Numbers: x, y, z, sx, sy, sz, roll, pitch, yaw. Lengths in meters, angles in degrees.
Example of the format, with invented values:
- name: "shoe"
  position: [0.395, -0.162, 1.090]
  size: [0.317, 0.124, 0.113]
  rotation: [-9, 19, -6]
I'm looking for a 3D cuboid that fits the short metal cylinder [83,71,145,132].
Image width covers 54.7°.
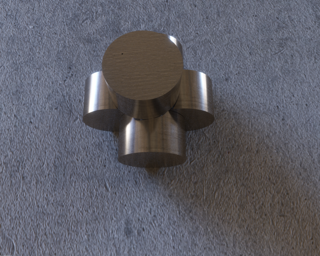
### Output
- name: "short metal cylinder"
  position: [-0.055, -0.031, 0.391]
  size: [0.081, 0.080, 0.050]
  rotation: [-1, 70, -1]

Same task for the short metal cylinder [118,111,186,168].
- name: "short metal cylinder"
  position: [-0.009, 0.015, 0.374]
  size: [0.081, 0.080, 0.050]
  rotation: [0, 70, -1]

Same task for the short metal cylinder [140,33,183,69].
- name: "short metal cylinder"
  position: [-0.009, -0.080, 0.409]
  size: [0.081, 0.080, 0.050]
  rotation: [-2, 70, -1]

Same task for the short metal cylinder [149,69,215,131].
- name: "short metal cylinder"
  position: [0.027, -0.032, 0.392]
  size: [0.081, 0.080, 0.050]
  rotation: [0, 70, -1]

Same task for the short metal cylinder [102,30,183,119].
- name: "short metal cylinder"
  position: [-0.017, -0.055, 0.331]
  size: [0.081, 0.050, 0.080]
  rotation: [0, 70, 0]
